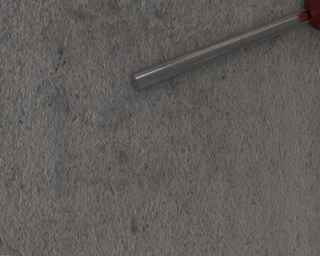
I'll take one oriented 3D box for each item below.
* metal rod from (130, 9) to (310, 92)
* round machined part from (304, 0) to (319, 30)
[{"bbox_3d":[0.097,-0.117,0.444,0.302,0.025,0.025,-25,99,-19],"label":"metal rod"},{"bbox_3d":[0.273,-0.197,0.498,0.099,0.042,0.097,1,88,-25],"label":"round machined part"}]
